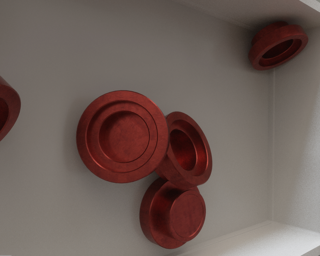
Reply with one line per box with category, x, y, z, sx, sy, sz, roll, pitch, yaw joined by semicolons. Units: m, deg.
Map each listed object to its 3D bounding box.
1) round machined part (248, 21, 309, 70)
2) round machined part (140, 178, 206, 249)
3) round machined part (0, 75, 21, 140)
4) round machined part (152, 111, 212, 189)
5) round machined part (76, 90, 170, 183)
round machined part;0.199;-0.146;0.537;0.099;0.098;0.042;-1;63;-40
round machined part;0.024;0.114;0.419;0.099;0.042;0.097;0;90;-40
round machined part;-0.163;-0.010;0.236;0.042;0.097;0.099;43;57;8
round machined part;0.022;0.031;0.401;0.098;0.042;0.098;30;47;-38
round machined part;-0.038;0.010;0.343;0.042;0.099;0.097;33;61;-82
